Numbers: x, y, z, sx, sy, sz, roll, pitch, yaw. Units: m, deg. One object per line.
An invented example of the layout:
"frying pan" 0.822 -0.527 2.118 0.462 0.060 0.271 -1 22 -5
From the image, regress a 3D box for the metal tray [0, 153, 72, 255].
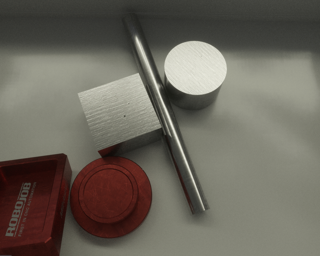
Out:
"metal tray" -0.150 0.084 0.336 0.091 0.030 0.130 -7 35 -4

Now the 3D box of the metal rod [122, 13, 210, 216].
"metal rod" 0.001 -0.032 0.421 0.025 0.025 0.299 -17 71 -7

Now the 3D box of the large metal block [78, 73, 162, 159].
"large metal block" -0.050 -0.013 0.401 0.080 0.050 0.080 -20 72 -8

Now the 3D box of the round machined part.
"round machined part" -0.059 0.080 0.371 0.099 0.042 0.098 0 70 -1

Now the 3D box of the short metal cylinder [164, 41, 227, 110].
"short metal cylinder" 0.046 -0.070 0.423 0.081 0.050 0.080 0 70 0
